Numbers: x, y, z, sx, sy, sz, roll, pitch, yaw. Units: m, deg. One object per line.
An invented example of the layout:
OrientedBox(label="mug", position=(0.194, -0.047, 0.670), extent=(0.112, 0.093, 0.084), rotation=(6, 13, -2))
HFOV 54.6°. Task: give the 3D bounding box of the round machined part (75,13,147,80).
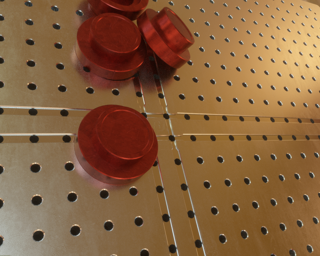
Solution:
OrientedBox(label="round machined part", position=(-0.065, -0.119, 0.429), extent=(0.099, 0.042, 0.098), rotation=(10, 61, -18))

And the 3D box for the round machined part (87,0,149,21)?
OrientedBox(label="round machined part", position=(-0.071, -0.202, 0.482), extent=(0.099, 0.042, 0.098), rotation=(13, 56, -21))

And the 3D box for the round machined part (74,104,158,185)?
OrientedBox(label="round machined part", position=(-0.046, 0.013, 0.364), extent=(0.099, 0.042, 0.098), rotation=(13, 56, -21))

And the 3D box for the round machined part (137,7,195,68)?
OrientedBox(label="round machined part", position=(0.015, -0.141, 0.466), extent=(0.098, 0.042, 0.098), rotation=(40, 29, -27))
